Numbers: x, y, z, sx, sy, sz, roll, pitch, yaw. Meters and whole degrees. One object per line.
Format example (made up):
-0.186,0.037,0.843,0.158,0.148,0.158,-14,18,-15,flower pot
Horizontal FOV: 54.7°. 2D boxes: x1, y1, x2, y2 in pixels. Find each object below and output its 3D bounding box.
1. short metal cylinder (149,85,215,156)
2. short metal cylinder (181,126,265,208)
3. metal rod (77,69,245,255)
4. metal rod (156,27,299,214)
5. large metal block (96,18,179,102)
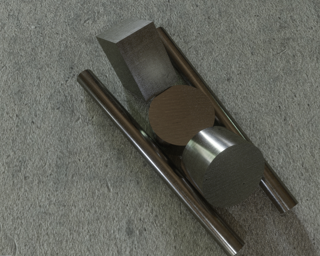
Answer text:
0.026,-0.008,0.399,0.081,0.050,0.080,0,70,0,short metal cylinder
0.072,0.044,0.358,0.080,0.080,0.050,-30,31,-10,short metal cylinder
-0.009,0.034,0.396,0.025,0.025,0.300,-39,75,-13,metal rod
0.076,-0.022,0.417,0.025,0.025,0.299,-31,73,-11,metal rod
-0.030,-0.090,0.396,0.050,0.080,0.080,-35,32,-12,large metal block
